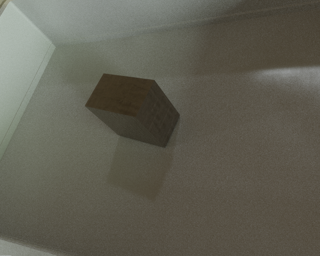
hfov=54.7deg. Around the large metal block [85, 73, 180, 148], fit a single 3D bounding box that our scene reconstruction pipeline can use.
[{"bbox_3d":[-0.033,-0.022,0.397,0.080,0.080,0.050,13,69,33],"label":"large metal block"}]
